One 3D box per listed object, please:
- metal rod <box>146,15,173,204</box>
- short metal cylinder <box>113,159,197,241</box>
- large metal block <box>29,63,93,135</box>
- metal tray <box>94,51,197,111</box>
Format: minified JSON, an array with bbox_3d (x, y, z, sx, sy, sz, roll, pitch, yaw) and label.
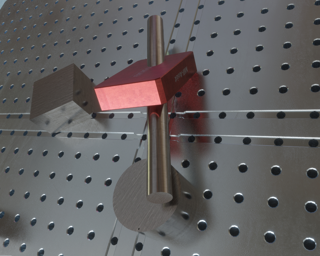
[{"bbox_3d":[-0.004,-0.049,0.390,0.025,0.025,0.300,-17,48,18],"label":"metal rod"},{"bbox_3d":[-0.005,0.080,0.346,0.080,0.050,0.080,-13,56,21],"label":"short metal cylinder"},{"bbox_3d":[-0.159,-0.047,0.504,0.080,0.050,0.080,-21,54,15],"label":"large metal block"},{"bbox_3d":[-0.013,-0.065,0.407,0.090,0.030,0.131,-4,24,26],"label":"metal tray"}]
